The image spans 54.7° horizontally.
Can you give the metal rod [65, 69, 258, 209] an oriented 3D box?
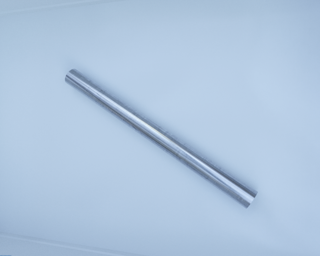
[{"bbox_3d":[-0.010,0.005,0.411,0.300,0.025,0.025,34,101,16],"label":"metal rod"}]
